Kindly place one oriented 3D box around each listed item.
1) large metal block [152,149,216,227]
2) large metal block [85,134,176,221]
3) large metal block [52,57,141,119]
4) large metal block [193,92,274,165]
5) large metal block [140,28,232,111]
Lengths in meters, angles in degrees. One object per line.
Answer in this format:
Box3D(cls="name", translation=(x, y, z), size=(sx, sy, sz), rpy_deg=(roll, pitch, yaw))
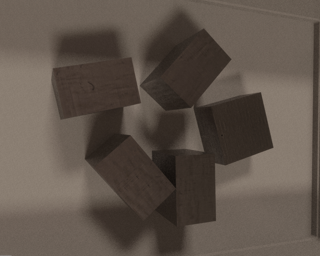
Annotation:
Box3D(cls="large metal block", translation=(0.028, 0.070, 0.393), size=(0.050, 0.080, 0.079), rpy_deg=(-1, 91, -21))
Box3D(cls="large metal block", translation=(-0.038, 0.054, 0.368), size=(0.050, 0.080, 0.080), rpy_deg=(-43, 104, -15))
Box3D(cls="large metal block", translation=(-0.076, -0.043, 0.354), size=(0.081, 0.080, 0.050), rpy_deg=(-13, 95, -20))
Box3D(cls="large metal block", translation=(0.103, 0.000, 0.437), size=(0.081, 0.050, 0.080), rpy_deg=(-17, 96, -20))
Box3D(cls="large metal block", translation=(0.029, -0.070, 0.393), size=(0.050, 0.080, 0.080), rpy_deg=(44, 76, -15))
